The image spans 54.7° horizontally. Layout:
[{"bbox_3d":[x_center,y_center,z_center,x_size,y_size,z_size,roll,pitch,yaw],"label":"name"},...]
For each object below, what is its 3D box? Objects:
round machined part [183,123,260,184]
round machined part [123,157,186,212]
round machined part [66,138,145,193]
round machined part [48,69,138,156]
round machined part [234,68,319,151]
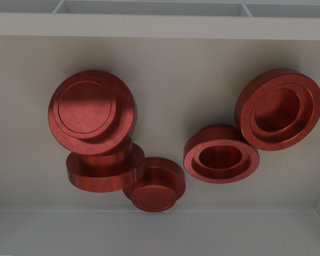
[{"bbox_3d":[0.081,0.032,0.421,0.099,0.042,0.097,2,137,3],"label":"round machined part"},{"bbox_3d":[-0.009,0.093,0.477,0.099,0.042,0.097,-1,130,0],"label":"round machined part"},{"bbox_3d":[-0.069,0.036,0.393,0.099,0.098,0.042,-1,115,0],"label":"round machined part"},{"bbox_3d":[-0.077,-0.019,0.342,0.099,0.097,0.042,-5,170,4],"label":"round machined part"},{"bbox_3d":[0.135,-0.024,0.369,0.099,0.042,0.097,-4,118,-8],"label":"round machined part"}]
